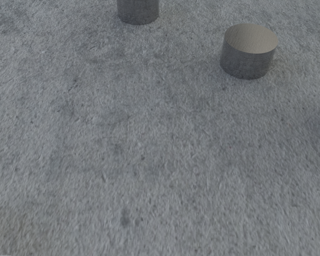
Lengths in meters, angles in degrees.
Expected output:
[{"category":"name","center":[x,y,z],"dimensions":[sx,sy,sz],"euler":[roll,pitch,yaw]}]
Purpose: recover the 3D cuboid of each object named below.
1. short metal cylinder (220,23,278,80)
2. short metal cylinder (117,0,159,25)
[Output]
[{"category":"short metal cylinder","center":[0.139,-0.122,0.492],"dimensions":[0.081,0.050,0.080],"euler":[0,50,0]},{"category":"short metal cylinder","center":[-0.042,-0.240,0.588],"dimensions":[0.081,0.050,0.080],"euler":[0,50,0]}]
